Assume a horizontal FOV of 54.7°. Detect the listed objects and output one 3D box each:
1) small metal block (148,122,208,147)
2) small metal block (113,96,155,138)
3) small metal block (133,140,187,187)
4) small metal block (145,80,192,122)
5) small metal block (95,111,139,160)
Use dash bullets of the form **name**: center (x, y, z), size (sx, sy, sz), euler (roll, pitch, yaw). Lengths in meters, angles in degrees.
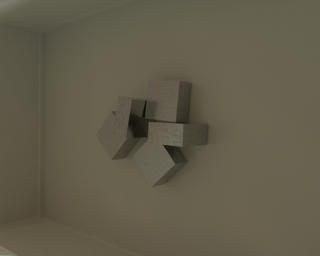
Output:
- **small metal block**: center (0.022, 0.007, 0.368), size (0.050, 0.050, 0.025), euler (4, 93, 39)
- **small metal block**: center (-0.032, -0.014, 0.412), size (0.025, 0.050, 0.050), euler (16, 100, 38)
- **small metal block**: center (-0.001, 0.040, 0.403), size (0.050, 0.025, 0.050), euler (-48, 62, 29)
- **small metal block**: center (0.010, -0.035, 0.394), size (0.050, 0.025, 0.050), euler (8, 95, 39)
- **small metal block**: center (-0.062, 0.011, 0.453), size (0.050, 0.025, 0.050), euler (-52, 60, 27)
